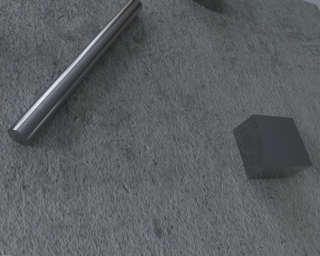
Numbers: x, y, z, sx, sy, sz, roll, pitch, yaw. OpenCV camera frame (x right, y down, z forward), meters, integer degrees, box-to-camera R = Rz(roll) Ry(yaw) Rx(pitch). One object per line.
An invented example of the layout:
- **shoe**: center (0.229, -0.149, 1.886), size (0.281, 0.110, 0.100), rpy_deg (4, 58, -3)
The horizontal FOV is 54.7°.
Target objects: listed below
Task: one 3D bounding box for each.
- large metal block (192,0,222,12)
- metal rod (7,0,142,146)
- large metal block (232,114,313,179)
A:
- **large metal block**: center (0.089, -0.292, 0.616), size (0.080, 0.050, 0.080), rpy_deg (22, 54, -16)
- **metal rod**: center (-0.093, -0.096, 0.412), size (0.025, 0.025, 0.301), rpy_deg (33, 51, -8)
- **large metal block**: center (0.166, 0.029, 0.462), size (0.081, 0.050, 0.080), rpy_deg (3, 60, -27)
